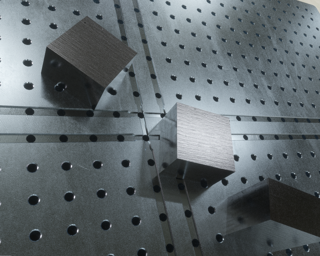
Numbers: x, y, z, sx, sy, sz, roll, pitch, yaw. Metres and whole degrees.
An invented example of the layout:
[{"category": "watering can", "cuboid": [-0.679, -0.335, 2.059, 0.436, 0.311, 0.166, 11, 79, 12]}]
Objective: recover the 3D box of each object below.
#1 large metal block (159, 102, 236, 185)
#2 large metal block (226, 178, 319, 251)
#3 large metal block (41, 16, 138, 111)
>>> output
[{"category": "large metal block", "cuboid": [0.047, 0.022, 0.406, 0.081, 0.050, 0.080, 15, 56, -20]}, {"category": "large metal block", "cuboid": [0.140, 0.110, 0.383, 0.080, 0.080, 0.050, 22, 53, -15]}, {"category": "large metal block", "cuboid": [-0.089, -0.083, 0.396, 0.080, 0.050, 0.080, 36, 51, -5]}]
